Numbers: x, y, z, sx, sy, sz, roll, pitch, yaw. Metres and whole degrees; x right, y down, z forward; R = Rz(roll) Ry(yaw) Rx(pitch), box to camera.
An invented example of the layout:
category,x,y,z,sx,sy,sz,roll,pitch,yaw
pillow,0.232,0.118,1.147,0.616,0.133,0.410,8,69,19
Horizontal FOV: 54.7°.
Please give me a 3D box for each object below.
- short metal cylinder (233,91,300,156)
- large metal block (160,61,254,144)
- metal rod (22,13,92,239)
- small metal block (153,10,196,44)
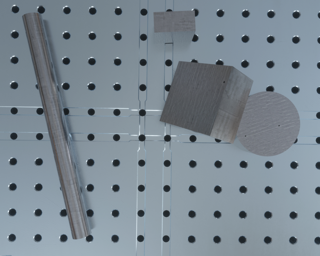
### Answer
category,x,y,z,sx,sy,sz,roll,pitch,yaw
short metal cylinder,0.131,-0.005,0.403,0.081,0.050,0.079,0,90,-1
large metal block,0.056,-0.033,0.381,0.080,0.050,0.080,18,90,44
metal rod,-0.137,-0.002,0.411,0.025,0.025,0.298,-13,90,0
small metal block,0.018,-0.130,0.401,0.050,0.050,0.025,-3,90,-1
